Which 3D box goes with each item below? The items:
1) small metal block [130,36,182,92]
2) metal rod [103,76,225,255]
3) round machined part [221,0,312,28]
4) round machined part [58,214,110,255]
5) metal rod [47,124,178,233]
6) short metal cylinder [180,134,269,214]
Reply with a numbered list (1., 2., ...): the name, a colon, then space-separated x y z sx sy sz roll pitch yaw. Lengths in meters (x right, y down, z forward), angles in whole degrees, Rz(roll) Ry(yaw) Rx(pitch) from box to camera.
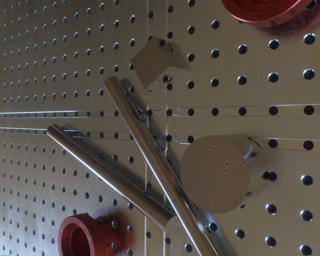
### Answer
1. small metal block: -0.006 -0.085 0.415 0.050 0.025 0.050 -39 66 33
2. metal rod: -0.002 0.047 0.411 0.025 0.025 0.299 -46 63 30
3. round machined part: 0.112 -0.149 0.306 0.098 0.042 0.097 0 90 40
4. round machined part: -0.118 0.186 0.496 0.098 0.042 0.097 0 90 40
5. metal rod: -0.091 0.064 0.484 0.300 0.025 0.025 29 108 36
6. short metal cylinder: 0.069 0.047 0.336 0.080 0.050 0.080 0 90 40
